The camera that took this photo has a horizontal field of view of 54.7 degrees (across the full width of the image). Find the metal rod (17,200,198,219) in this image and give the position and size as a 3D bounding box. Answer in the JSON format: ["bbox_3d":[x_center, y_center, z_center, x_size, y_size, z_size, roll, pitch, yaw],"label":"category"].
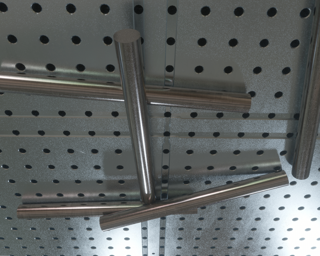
[{"bbox_3d":[-0.088,0.138,0.527,0.302,0.025,0.025,-2,130,1],"label":"metal rod"}]

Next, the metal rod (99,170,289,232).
[{"bbox_3d":[0.050,0.117,0.493,0.301,0.025,0.025,-15,129,5],"label":"metal rod"}]

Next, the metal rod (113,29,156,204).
[{"bbox_3d":[-0.025,0.014,0.398,0.025,0.025,0.298,-2,138,1],"label":"metal rod"}]

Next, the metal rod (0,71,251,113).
[{"bbox_3d":[-0.041,-0.043,0.374,0.302,0.025,0.025,5,130,-5],"label":"metal rod"}]

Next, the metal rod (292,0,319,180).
[{"bbox_3d":[0.188,-0.042,0.378,0.025,0.025,0.298,-8,130,6],"label":"metal rod"}]
